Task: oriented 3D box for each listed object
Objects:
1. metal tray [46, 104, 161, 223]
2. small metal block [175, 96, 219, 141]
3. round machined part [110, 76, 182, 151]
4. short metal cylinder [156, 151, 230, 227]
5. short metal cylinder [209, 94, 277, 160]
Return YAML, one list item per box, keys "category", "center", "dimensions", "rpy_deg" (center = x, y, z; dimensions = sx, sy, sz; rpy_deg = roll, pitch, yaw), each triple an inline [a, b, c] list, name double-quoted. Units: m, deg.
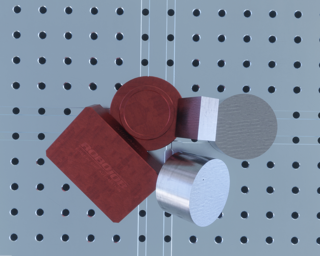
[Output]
- category: "metal tray"
  center: [-0.068, 0.045, 0.395]
  dimensions: [0.130, 0.030, 0.090]
  rpy_deg: [45, 105, -1]
- category: "small metal block"
  center: [0.044, -0.011, 0.379]
  dimensions: [0.025, 0.050, 0.050]
  rpy_deg: [6, 89, -28]
- category: "round machined part"
  center: [-0.016, -0.019, 0.400]
  dimensions: [0.099, 0.042, 0.097]
  rpy_deg: [0, 90, 0]
- category: "short metal cylinder"
  center: [0.041, 0.072, 0.376]
  dimensions: [0.050, 0.081, 0.080]
  rpy_deg: [10, 90, 43]
- category: "short metal cylinder"
  center: [0.102, -0.002, 0.398]
  dimensions: [0.081, 0.050, 0.079]
  rpy_deg: [0, 90, 0]
